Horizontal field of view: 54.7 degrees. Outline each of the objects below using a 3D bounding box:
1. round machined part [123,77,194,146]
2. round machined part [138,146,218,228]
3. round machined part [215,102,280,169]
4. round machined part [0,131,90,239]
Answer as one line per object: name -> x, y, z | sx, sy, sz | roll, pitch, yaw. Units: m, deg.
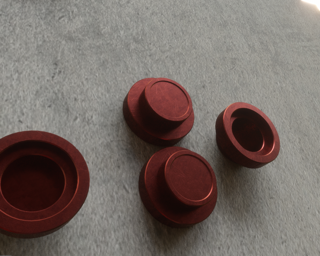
round machined part -> 0.004, -0.028, 0.414 | 0.099, 0.042, 0.098 | 14, 56, -21
round machined part -> 0.028, 0.065, 0.370 | 0.099, 0.042, 0.098 | 14, 56, -21
round machined part -> 0.122, 0.014, 0.452 | 0.099, 0.042, 0.098 | 14, 56, -21
round machined part -> -0.121, 0.055, 0.295 | 0.099, 0.042, 0.098 | 14, 56, -21
